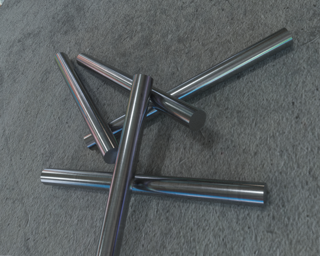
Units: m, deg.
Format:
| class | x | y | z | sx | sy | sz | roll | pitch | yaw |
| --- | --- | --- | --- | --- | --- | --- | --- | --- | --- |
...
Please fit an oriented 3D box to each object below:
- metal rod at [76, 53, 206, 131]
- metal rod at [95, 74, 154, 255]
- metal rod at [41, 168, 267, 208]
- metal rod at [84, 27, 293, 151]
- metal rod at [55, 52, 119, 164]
| class | x | y | z | sx | sy | sz | roll | pitch | yaw |
| --- | --- | --- | --- | --- | --- | --- | --- | --- | --- |
| metal rod | -0.048 | -0.065 | 0.444 | 0.025 | 0.025 | 0.300 | -50 | 44 | -7 |
| metal rod | -0.046 | 0.082 | 0.342 | 0.025 | 0.025 | 0.299 | 2 | 73 | 29 |
| metal rod | -0.029 | 0.068 | 0.376 | 0.300 | 0.025 | 0.025 | -1 | 62 | 27 |
| metal rod | 0.030 | -0.047 | 0.416 | 0.300 | 0.025 | 0.025 | -28 | 52 | 10 |
| metal rod | -0.120 | -0.049 | 0.475 | 0.025 | 0.025 | 0.300 | -40 | 44 | 1 |
